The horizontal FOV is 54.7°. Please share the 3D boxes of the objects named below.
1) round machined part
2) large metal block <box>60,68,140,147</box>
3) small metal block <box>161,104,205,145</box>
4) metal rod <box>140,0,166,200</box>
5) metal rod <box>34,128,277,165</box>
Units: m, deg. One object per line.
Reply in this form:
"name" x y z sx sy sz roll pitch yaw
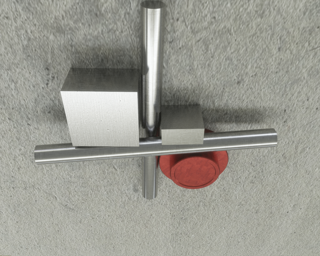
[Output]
"round machined part" 0.048 0.050 0.440 0.099 0.042 0.097 -1 130 0
"large metal block" -0.065 -0.024 0.370 0.081 0.050 0.079 1 130 -1
"small metal block" 0.027 -0.005 0.388 0.050 0.050 0.025 -1 130 0
"metal rod" -0.012 -0.008 0.401 0.025 0.025 0.298 1 130 -2
"metal rod" -0.003 0.023 0.396 0.302 0.025 0.025 -4 130 -3
